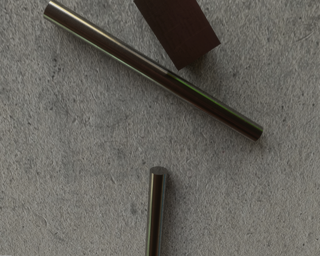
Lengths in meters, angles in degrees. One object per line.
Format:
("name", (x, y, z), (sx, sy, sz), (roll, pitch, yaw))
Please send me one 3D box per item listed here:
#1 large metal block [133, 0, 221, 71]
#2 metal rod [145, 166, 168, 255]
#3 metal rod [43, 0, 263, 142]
("large metal block", (0.017, -0.116, 0.338), (0.050, 0.080, 0.080), (-32, 107, 11))
("metal rod", (-0.011, 0.199, 0.482), (0.025, 0.025, 0.298), (3, 110, -2))
("metal rod", (0.001, -0.064, 0.386), (0.301, 0.025, 0.025), (30, 107, -11))
